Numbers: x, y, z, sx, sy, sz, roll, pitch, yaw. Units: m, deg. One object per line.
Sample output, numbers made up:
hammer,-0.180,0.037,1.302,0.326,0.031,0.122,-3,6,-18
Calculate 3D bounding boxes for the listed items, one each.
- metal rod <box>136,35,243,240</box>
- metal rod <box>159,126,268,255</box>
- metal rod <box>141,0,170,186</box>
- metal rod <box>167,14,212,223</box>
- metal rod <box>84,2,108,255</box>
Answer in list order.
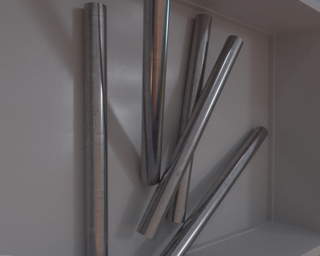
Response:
metal rod,0.047,0.001,0.416,0.025,0.025,0.300,37,71,-34
metal rod,0.097,0.088,0.474,0.302,0.025,0.025,-42,116,-37
metal rod,-0.006,-0.061,0.325,0.025,0.025,0.298,-24,130,-38
metal rod,0.044,-0.018,0.445,0.025,0.025,0.298,14,81,-40
metal rod,-0.071,0.013,0.348,0.025,0.025,0.298,-1,91,-40
